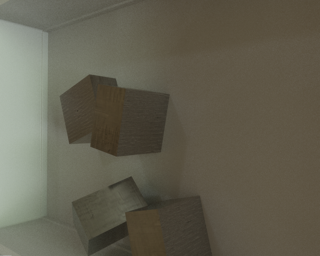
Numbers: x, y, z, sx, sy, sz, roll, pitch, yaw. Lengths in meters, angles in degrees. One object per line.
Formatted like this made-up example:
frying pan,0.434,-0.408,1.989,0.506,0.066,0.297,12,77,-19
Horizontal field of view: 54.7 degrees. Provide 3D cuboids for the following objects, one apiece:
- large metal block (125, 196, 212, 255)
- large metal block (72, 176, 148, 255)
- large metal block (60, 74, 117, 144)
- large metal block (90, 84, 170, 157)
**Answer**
large metal block,0.012,0.128,0.361,0.050,0.081,0.080,-18,79,38
large metal block,-0.066,0.117,0.407,0.050,0.081,0.080,57,152,25
large metal block,-0.103,-0.026,0.476,0.080,0.050,0.080,-24,75,37
large metal block,-0.038,-0.011,0.402,0.050,0.081,0.079,14,99,39
